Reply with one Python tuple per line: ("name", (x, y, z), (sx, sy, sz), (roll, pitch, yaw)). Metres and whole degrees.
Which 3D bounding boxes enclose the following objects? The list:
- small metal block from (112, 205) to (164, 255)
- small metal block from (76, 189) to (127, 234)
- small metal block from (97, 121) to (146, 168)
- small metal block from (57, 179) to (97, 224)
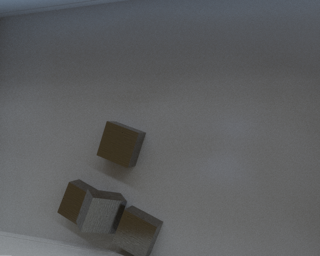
("small metal block", (-0.030, 0.142, 0.421), (0.050, 0.025, 0.050), (23, 98, 18))
("small metal block", (-0.080, 0.114, 0.423), (0.025, 0.050, 0.050), (32, 104, 57))
("small metal block", (-0.054, 0.022, 0.429), (0.050, 0.025, 0.050), (20, 97, 18))
("small metal block", (-0.114, 0.110, 0.451), (0.050, 0.025, 0.050), (25, 98, 18))
